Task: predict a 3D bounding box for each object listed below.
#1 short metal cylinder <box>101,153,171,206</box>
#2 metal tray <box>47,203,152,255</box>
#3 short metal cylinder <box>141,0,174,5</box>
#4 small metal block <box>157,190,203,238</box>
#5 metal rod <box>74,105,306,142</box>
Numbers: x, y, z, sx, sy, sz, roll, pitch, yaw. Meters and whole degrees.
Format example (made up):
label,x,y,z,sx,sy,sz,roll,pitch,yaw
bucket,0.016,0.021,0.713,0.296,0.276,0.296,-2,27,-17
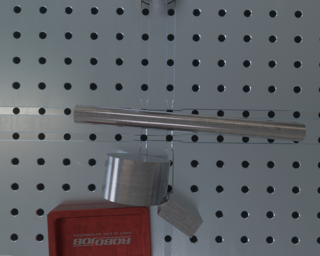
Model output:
label,x,y,z,sx,sy,sz,roll,pitch,yaw
short metal cylinder,-0.029,0.061,0.386,0.080,0.080,0.050,7,90,0
metal tray,-0.077,0.148,0.410,0.131,0.030,0.089,-3,90,0
short metal cylinder,-0.004,-0.209,0.401,0.081,0.050,0.079,0,90,0
small metal block,0.025,0.110,0.401,0.050,0.050,0.025,35,90,0
metal rod,0.039,-0.006,0.413,0.302,0.025,0.025,5,90,0
